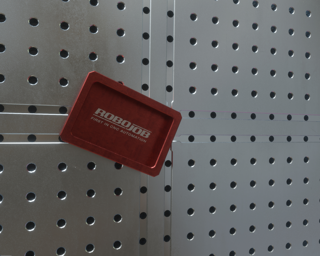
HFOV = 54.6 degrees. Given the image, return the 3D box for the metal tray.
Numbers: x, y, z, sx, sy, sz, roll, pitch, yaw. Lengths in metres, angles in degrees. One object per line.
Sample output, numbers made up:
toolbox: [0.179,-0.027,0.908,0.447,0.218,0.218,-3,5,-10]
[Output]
metal tray: [-0.047,-0.003,0.392,0.131,0.030,0.090,25,82,-18]
